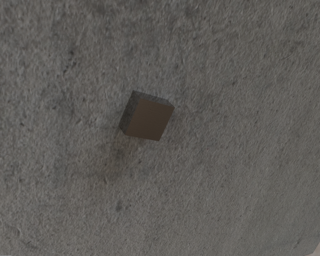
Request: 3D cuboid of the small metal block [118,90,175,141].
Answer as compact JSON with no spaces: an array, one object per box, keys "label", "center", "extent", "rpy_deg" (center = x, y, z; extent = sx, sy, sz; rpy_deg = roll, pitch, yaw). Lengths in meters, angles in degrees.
[{"label":"small metal block","center":[-0.017,-0.014,0.388],"extent":[0.050,0.025,0.050],"rpy_deg":[12,112,-33]}]
